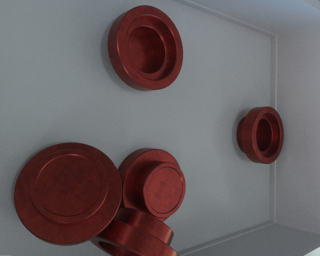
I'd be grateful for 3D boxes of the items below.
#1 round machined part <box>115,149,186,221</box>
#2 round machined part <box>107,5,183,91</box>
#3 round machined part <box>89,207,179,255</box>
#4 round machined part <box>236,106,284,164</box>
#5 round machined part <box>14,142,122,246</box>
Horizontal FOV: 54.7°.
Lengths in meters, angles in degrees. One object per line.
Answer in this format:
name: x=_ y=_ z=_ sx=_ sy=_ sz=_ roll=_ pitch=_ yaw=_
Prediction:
round machined part: x=-0.006 y=0.075 z=0.391 sx=0.099 sy=0.042 sz=0.097 roll=0 pitch=90 yaw=-40
round machined part: x=-0.021 y=-0.094 z=0.377 sx=0.099 sy=0.042 sz=0.097 roll=0 pitch=90 yaw=-40
round machined part: x=-0.024 y=0.122 z=0.340 sx=0.098 sy=0.098 sz=0.042 roll=47 pitch=53 yaw=-30
round machined part: x=0.171 y=0.012 z=0.538 sx=0.099 sy=0.042 sz=0.097 roll=0 pitch=90 yaw=-40
round machined part: x=-0.085 y=0.058 z=0.294 sx=0.099 sy=0.042 sz=0.098 roll=6 pitch=64 yaw=-12
